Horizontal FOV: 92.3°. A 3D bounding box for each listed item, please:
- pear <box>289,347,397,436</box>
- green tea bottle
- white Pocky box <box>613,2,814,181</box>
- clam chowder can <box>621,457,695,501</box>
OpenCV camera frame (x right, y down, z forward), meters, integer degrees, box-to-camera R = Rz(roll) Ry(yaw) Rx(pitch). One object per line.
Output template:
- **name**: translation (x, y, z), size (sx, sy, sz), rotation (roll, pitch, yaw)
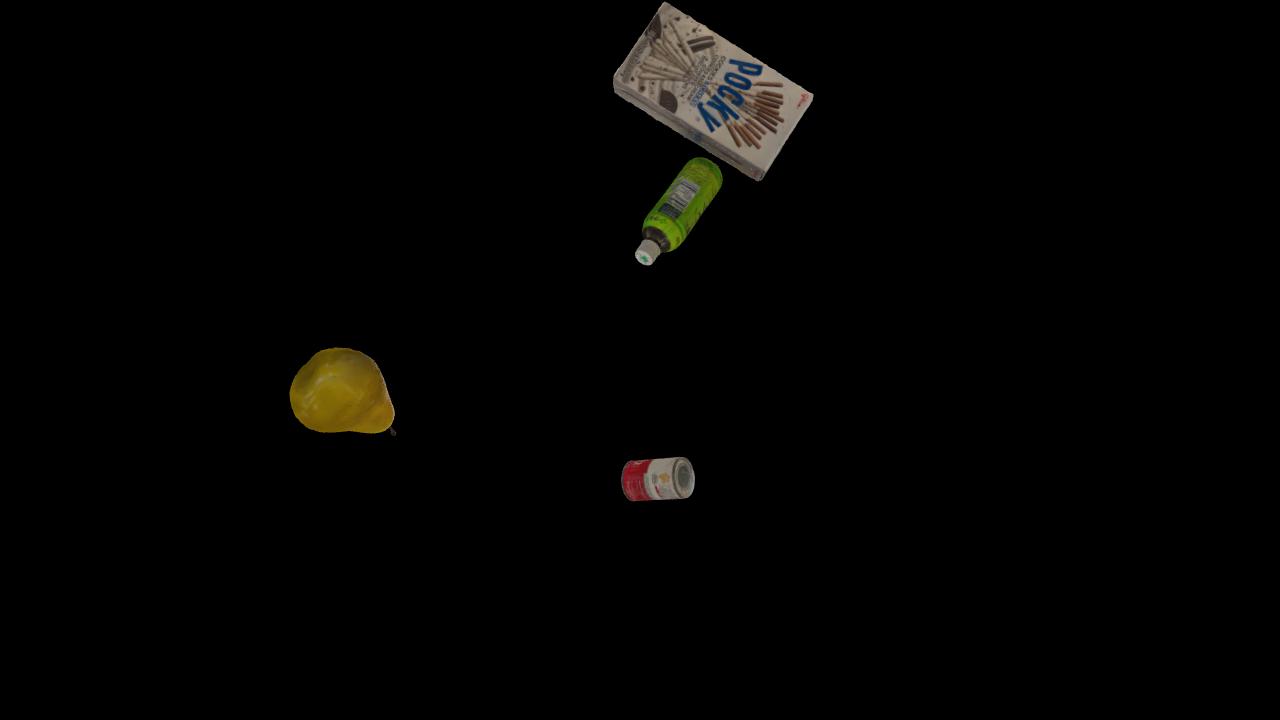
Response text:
- **pear**: translation (-0.256, 0.039, 0.565), size (0.080, 0.080, 0.111), rotation (0, -28, 39)
- **green tea bottle**: translation (0.055, -0.228, 0.956), size (0.073, 0.212, 0.073), rotation (26, -30, 16)
- **white Pocky box**: translation (0.062, -0.230, 0.531), size (0.154, 0.084, 0.028), rotation (33, -4, 2)
- **clam chowder can**: translation (0.030, 0.194, 1.000), size (0.102, 0.068, 0.068), rotation (-10, -6, 33)
